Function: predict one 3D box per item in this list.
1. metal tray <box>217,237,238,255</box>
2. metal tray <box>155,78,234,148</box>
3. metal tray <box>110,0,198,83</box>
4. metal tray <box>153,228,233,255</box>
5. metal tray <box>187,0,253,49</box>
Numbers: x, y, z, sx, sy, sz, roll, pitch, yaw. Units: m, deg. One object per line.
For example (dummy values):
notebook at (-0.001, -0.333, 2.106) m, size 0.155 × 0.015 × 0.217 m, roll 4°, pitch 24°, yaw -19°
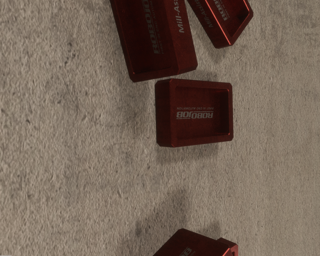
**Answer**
metal tray at (0.065, 0.228, 0.451) m, size 0.131 × 0.030 × 0.089 m, roll -10°, pitch 102°, yaw -42°
metal tray at (0.054, -0.022, 0.448) m, size 0.131 × 0.030 × 0.089 m, roll -3°, pitch 92°, yaw -40°
metal tray at (-0.012, -0.122, 0.353) m, size 0.030 × 0.090 × 0.129 m, roll -23°, pitch 105°, yaw -38°
metal tray at (0.020, 0.187, 0.381) m, size 0.131 × 0.090 × 0.030 m, roll -35°, pitch 112°, yaw -35°
metal tray at (0.089, -0.201, 0.477) m, size 0.130 × 0.030 × 0.090 m, roll 51°, pitch 60°, yaw -28°
